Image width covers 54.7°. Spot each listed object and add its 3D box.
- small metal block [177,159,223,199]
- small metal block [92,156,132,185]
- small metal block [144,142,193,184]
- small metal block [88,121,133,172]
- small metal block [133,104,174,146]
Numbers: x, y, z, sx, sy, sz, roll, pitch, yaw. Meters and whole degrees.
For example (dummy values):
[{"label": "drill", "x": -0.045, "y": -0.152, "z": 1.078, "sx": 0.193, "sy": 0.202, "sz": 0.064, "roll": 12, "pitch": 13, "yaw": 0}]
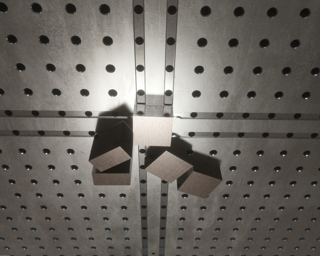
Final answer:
[{"label": "small metal block", "x": 0.060, "y": 0.080, "z": 0.481, "sx": 0.050, "sy": 0.025, "sz": 0.050, "roll": 20, "pitch": 127, "yaw": -17}, {"label": "small metal block", "x": -0.066, "y": 0.054, "z": 0.440, "sx": 0.050, "sy": 0.050, "sz": 0.025, "roll": 0, "pitch": 130, "yaw": -1}, {"label": "small metal block", "x": 0.012, "y": 0.049, "z": 0.454, "sx": 0.050, "sy": 0.025, "sz": 0.050, "roll": 31, "pitch": 123, "yaw": -24}, {"label": "small metal block", "x": -0.064, "y": 0.024, "z": 0.415, "sx": 0.050, "sy": 0.050, "sz": 0.025, "roll": -25, "pitch": 126, "yaw": 20}, {"label": "small metal block", "x": -0.010, "y": -0.003, "z": 0.409, "sx": 0.050, "sy": 0.025, "sz": 0.050, "roll": 2, "pitch": 130, "yaw": -3}]
